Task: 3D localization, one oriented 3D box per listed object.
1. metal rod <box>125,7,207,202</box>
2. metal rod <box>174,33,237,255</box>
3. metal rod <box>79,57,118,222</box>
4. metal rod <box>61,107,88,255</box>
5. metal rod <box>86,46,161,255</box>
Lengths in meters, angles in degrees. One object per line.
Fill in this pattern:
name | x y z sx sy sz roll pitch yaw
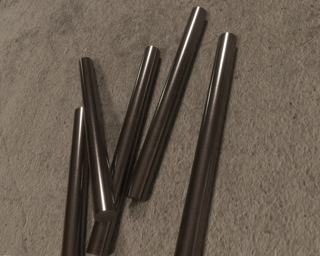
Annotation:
metal rod | 0.015 -0.047 0.423 0.025 0.025 0.300 5 64 30
metal rod | 0.059 0.008 0.366 0.025 0.025 0.300 1 62 28
metal rod | -0.093 -0.009 0.436 0.025 0.025 0.300 -28 46 10
metal rod | -0.108 0.100 0.397 0.025 0.025 0.299 -17 55 18
metal rod | -0.042 0.013 0.416 0.025 0.025 0.300 -1 61 27
